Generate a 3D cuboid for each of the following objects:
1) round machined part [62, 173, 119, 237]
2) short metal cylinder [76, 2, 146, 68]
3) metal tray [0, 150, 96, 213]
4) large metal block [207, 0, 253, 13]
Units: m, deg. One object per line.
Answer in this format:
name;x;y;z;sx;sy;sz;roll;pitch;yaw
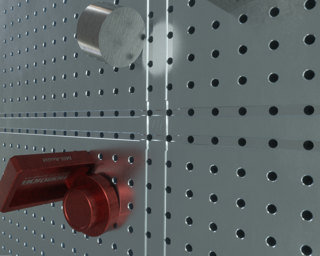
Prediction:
round machined part;-0.115;0.123;0.487;0.098;0.042;0.097;4;96;35
short metal cylinder;-0.066;-0.129;0.429;0.050;0.081;0.079;28;108;36
metal tray;-0.177;0.081;0.488;0.030;0.131;0.089;48;119;29
large metal block;0.079;-0.167;0.308;0.080;0.081;0.050;-17;80;39
